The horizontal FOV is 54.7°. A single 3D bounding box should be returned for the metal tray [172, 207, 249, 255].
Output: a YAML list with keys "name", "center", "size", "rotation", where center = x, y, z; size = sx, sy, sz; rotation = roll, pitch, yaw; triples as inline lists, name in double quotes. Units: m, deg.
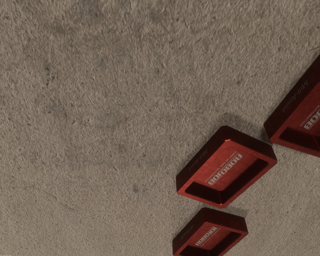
- name: "metal tray"
  center: [0.090, 0.205, 0.580]
  size: [0.091, 0.030, 0.129]
  rotation: [19, 128, -16]

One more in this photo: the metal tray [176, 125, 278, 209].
- name: "metal tray"
  center: [0.094, 0.063, 0.458]
  size: [0.091, 0.030, 0.129]
  rotation: [23, 126, -19]

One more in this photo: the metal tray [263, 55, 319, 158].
- name: "metal tray"
  center: [0.205, -0.025, 0.385]
  size: [0.091, 0.030, 0.129]
  rotation: [17, 128, -15]
